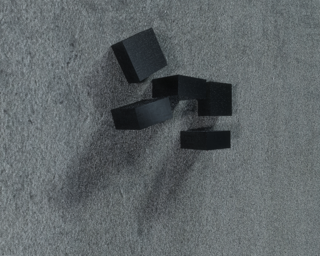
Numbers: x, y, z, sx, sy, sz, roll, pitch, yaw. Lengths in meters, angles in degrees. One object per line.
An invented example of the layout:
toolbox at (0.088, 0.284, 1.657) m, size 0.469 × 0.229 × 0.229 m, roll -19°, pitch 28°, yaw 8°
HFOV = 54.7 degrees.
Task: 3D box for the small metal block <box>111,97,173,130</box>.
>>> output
small metal block at (-0.022, -0.017, 0.370) m, size 0.050 × 0.050 × 0.025 m, roll -22°, pitch 104°, yaw -38°

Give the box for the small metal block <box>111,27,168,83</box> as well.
small metal block at (-0.025, -0.090, 0.384) m, size 0.050 × 0.025 × 0.050 m, roll -37°, pitch 113°, yaw -34°

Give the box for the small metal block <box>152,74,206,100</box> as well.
small metal block at (0.025, -0.052, 0.409) m, size 0.050 × 0.050 × 0.025 m, roll 2°, pitch 89°, yaw -40°

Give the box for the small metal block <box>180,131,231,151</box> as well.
small metal block at (0.065, 0.016, 0.442) m, size 0.050 × 0.050 × 0.025 m, roll -2°, pitch 91°, yaw -40°

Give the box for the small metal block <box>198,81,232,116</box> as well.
small metal block at (0.085, -0.043, 0.475) m, size 0.050 × 0.025 × 0.050 m, roll -1°, pitch 91°, yaw -40°
